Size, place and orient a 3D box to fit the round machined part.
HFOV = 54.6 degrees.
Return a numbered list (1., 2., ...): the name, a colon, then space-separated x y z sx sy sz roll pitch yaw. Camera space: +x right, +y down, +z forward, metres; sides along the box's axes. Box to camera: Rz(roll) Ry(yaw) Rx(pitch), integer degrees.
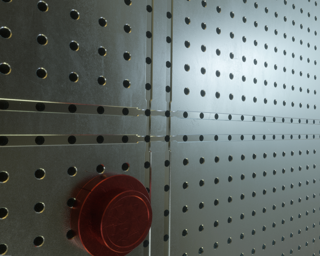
1. round machined part: -0.048 0.103 0.357 0.099 0.042 0.097 0 90 -40
